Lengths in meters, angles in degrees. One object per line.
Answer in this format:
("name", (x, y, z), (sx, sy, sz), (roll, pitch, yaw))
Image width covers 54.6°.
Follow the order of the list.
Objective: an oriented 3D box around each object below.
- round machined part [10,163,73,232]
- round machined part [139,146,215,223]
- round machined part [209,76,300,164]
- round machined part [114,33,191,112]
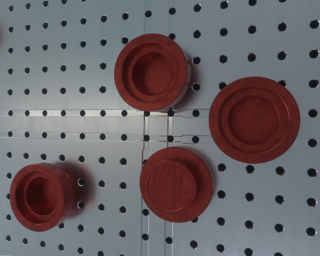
("round machined part", (-0.171, 0.100, 0.465), (0.098, 0.042, 0.097), (0, 90, 20))
("round machined part", (0.018, 0.073, 0.397), (0.098, 0.042, 0.097), (0, 90, 20))
("round machined part", (0.110, -0.009, 0.365), (0.098, 0.042, 0.097), (0, 90, 20))
("round machined part", (-0.007, -0.070, 0.406), (0.098, 0.042, 0.097), (0, 90, 20))
